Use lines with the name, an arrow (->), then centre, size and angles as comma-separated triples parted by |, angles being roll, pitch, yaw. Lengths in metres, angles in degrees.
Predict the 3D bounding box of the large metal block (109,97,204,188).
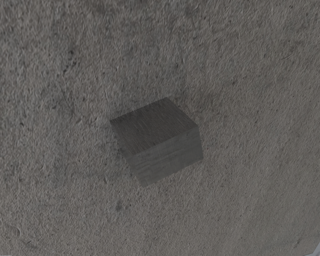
large metal block -> -0.005, 0.014, 0.376 | 0.080, 0.080, 0.050 | -24, 127, -14
